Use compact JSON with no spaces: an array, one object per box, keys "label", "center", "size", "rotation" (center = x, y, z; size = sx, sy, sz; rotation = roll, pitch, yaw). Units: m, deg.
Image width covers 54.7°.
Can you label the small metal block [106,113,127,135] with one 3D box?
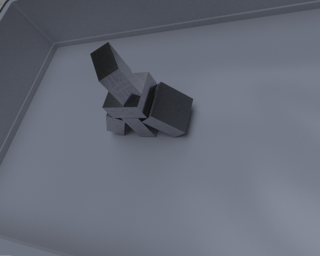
[{"label":"small metal block","center":[-0.054,-0.024,0.427],"size":[0.025,0.050,0.050],"rotation":[16,66,-2]}]

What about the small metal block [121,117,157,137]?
[{"label":"small metal block","center":[-0.021,-0.022,0.412],"size":[0.025,0.050,0.050],"rotation":[1,62,29]}]

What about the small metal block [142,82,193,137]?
[{"label":"small metal block","center":[0.010,-0.023,0.393],"size":[0.025,0.050,0.050],"rotation":[-28,42,56]}]

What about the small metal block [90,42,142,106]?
[{"label":"small metal block","center":[-0.050,-0.061,0.354],"size":[0.025,0.050,0.050],"rotation":[-31,51,9]}]

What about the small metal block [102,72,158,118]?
[{"label":"small metal block","center":[-0.036,-0.040,0.382],"size":[0.050,0.025,0.050],"rotation":[1,62,28]}]
